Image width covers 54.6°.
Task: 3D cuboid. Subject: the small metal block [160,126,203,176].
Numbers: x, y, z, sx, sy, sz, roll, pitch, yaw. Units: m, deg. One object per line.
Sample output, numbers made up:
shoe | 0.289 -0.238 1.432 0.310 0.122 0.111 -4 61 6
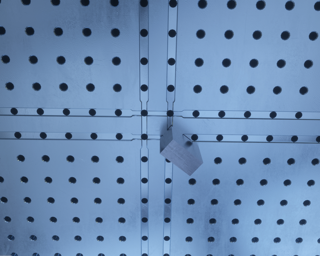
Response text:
small metal block | 0.027 0.029 0.411 0.050 0.050 0.025 38 106 -13
